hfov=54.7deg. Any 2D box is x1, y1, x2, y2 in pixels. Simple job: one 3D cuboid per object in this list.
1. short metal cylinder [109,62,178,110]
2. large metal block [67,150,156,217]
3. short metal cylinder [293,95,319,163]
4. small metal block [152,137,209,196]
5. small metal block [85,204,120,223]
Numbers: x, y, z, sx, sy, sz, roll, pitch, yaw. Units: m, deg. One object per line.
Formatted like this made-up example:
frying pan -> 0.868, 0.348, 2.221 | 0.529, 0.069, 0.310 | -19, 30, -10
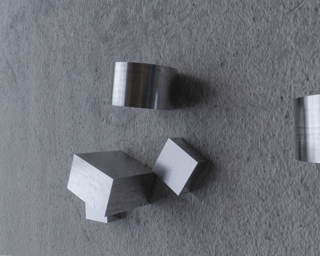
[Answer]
short metal cylinder -> -0.021, -0.050, 0.384 | 0.080, 0.081, 0.050 | 9, 96, 39
large metal block -> -0.064, 0.070, 0.420 | 0.080, 0.081, 0.050 | 24, 105, 37
short metal cylinder -> 0.150, 0.000, 0.245 | 0.080, 0.081, 0.050 | -2, 89, 39
small metal block -> 0.024, 0.046, 0.383 | 0.050, 0.025, 0.050 | 40, 114, 32
small metal block -> -0.089, 0.115, 0.476 | 0.050, 0.025, 0.050 | -4, 88, 39
